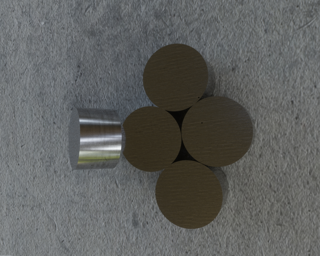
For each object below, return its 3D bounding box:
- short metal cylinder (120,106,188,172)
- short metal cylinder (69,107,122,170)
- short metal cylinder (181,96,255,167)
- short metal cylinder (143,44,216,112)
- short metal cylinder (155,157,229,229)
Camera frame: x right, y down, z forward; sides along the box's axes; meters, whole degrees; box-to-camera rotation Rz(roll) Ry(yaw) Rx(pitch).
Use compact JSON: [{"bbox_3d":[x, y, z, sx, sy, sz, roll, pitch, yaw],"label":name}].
[{"bbox_3d":[-0.004,0.013,0.398,0.080,0.050,0.080,0,90,20],"label":"short metal cylinder"},{"bbox_3d":[-0.087,0.014,0.406,0.080,0.050,0.080,-6,83,64],"label":"short metal cylinder"},{"bbox_3d":[0.071,0.004,0.372,0.080,0.050,0.080,0,90,20],"label":"short metal cylinder"},{"bbox_3d":[0.026,-0.060,0.388,0.080,0.050,0.080,0,90,20],"label":"short metal cylinder"},{"bbox_3d":[0.041,0.077,0.382,0.080,0.050,0.080,0,90,20],"label":"short metal cylinder"}]
